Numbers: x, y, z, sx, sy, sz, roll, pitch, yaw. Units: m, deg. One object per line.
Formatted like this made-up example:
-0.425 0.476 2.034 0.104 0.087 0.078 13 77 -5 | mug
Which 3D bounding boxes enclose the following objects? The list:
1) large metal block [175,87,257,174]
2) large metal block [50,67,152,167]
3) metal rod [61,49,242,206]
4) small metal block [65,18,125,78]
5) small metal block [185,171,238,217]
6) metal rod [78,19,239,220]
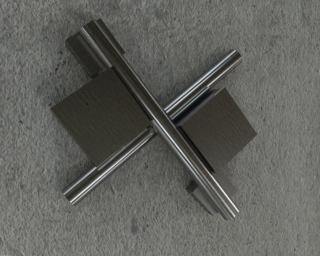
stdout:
0.070 0.003 0.423 0.080 0.050 0.080 -41 103 -15 | large metal block
-0.071 -0.013 0.369 0.080 0.050 0.080 -39 103 -16 | large metal block
0.000 -0.010 0.411 0.301 0.025 0.025 -41 103 -16 | metal rod
-0.080 -0.097 0.381 0.050 0.025 0.050 -39 103 -16 | small metal block
0.073 0.087 0.438 0.050 0.025 0.050 -45 104 -15 | small metal block
0.007 -0.001 0.386 0.025 0.025 0.300 -41 103 -15 | metal rod
